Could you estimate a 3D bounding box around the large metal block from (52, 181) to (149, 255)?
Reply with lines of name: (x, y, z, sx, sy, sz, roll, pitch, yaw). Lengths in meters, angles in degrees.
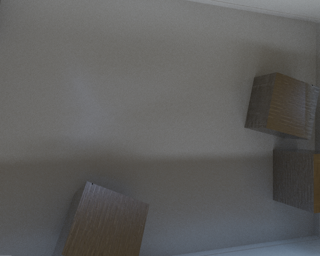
large metal block: (-0.066, 0.119, 0.356, 0.080, 0.050, 0.080, 25, 53, -18)

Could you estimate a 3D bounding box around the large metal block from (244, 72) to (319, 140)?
large metal block: (0.182, -0.030, 0.464, 0.081, 0.050, 0.080, 13, 86, -20)

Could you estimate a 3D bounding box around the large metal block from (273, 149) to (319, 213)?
large metal block: (0.216, 0.074, 0.461, 0.050, 0.080, 0.080, 0, 90, -20)
